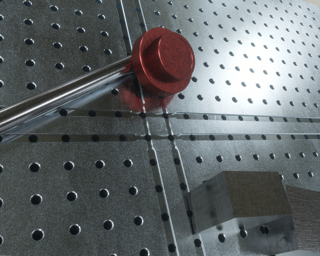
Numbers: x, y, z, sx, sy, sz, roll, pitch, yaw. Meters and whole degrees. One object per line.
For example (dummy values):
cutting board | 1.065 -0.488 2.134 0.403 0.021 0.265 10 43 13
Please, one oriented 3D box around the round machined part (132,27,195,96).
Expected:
round machined part | 0.012 -0.097 0.441 0.099 0.042 0.098 9 76 -38

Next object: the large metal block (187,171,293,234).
large metal block | 0.090 0.089 0.367 0.081 0.080 0.050 5 60 -26

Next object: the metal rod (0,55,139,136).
metal rod | -0.109 -0.045 0.376 0.302 0.025 0.025 -34 81 -38

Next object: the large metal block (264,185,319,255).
large metal block | 0.189 0.128 0.415 0.081 0.050 0.080 14 56 -21
